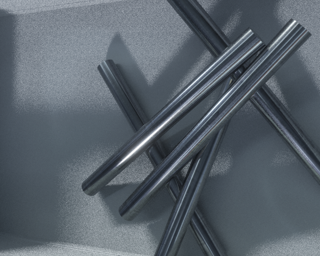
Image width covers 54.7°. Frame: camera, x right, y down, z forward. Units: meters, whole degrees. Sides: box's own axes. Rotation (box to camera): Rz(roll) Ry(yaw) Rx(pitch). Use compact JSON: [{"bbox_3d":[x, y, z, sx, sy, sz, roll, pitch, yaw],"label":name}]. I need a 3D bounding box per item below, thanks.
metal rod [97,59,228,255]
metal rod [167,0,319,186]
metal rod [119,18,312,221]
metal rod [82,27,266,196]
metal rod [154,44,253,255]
[{"bbox_3d":[-0.002,0.038,0.410,0.025,0.025,0.299,-34,80,16],"label":"metal rod"},{"bbox_3d":[0.111,-0.038,0.345,0.025,0.025,0.300,-40,88,15],"label":"metal rod"},{"bbox_3d":[0.045,0.009,0.352,0.025,0.025,0.299,46,114,14],"label":"metal rod"},{"bbox_3d":[-0.002,-0.002,0.374,0.299,0.025,0.025,-42,77,27],"label":"metal rod"},{"bbox_3d":[0.055,0.032,0.372,0.025,0.025,0.299,22,90,18],"label":"metal rod"}]
